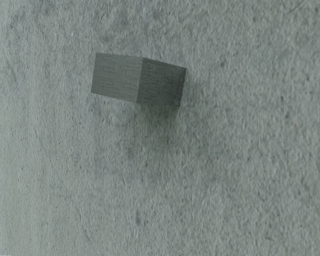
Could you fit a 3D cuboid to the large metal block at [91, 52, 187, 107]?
[{"bbox_3d":[-0.026,-0.060,0.389,0.080,0.081,0.050,16,100,38],"label":"large metal block"}]
